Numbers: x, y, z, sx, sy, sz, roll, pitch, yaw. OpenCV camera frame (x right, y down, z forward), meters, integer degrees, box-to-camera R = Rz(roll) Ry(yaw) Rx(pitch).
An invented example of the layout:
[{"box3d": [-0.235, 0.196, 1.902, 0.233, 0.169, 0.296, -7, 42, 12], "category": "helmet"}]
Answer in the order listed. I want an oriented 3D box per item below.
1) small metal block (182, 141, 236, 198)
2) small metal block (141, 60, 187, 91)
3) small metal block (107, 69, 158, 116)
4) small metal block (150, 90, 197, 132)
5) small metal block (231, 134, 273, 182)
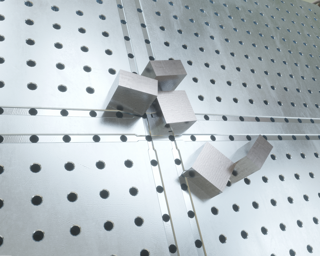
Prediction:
[{"box3d": [0.065, 0.055, 0.409, 0.050, 0.025, 0.050, 39, 51, -2], "category": "small metal block"}, {"box3d": [0.002, -0.069, 0.435, 0.050, 0.050, 0.025, -9, 67, -32], "category": "small metal block"}, {"box3d": [-0.036, -0.044, 0.399, 0.050, 0.050, 0.025, 13, 56, -21], "category": "small metal block"}, {"box3d": [0.017, -0.024, 0.431, 0.050, 0.025, 0.050, -6, 65, -31], "category": "small metal block"}, {"box3d": [0.123, 0.042, 0.432, 0.025, 0.050, 0.050, 44, 51, 2], "category": "small metal block"}]
